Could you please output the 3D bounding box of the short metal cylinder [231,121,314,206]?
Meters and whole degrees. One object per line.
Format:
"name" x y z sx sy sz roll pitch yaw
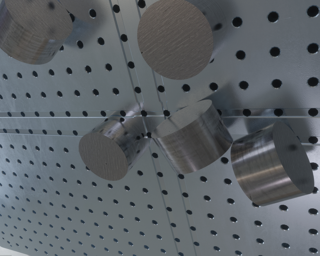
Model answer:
"short metal cylinder" 0.122 0.039 0.336 0.050 0.080 0.080 -30 102 38

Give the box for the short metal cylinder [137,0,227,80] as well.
"short metal cylinder" 0.024 -0.097 0.323 0.080 0.050 0.079 13 124 21

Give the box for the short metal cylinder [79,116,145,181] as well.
"short metal cylinder" -0.069 0.029 0.450 0.080 0.050 0.079 13 124 21

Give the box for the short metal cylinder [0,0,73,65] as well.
"short metal cylinder" -0.156 -0.125 0.380 0.080 0.080 0.050 49 129 -7

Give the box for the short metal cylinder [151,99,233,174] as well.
"short metal cylinder" 0.037 0.009 0.362 0.080 0.080 0.050 -22 107 36
